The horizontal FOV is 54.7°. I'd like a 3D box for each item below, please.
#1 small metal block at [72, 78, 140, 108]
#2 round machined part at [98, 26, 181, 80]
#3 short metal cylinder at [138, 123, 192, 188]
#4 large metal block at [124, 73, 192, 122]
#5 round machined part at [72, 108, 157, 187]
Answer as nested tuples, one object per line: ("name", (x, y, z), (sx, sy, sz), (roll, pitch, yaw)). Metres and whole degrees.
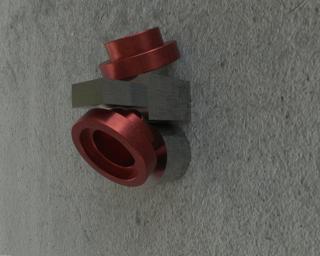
("small metal block", (-0.058, -0.035, 0.331), (0.050, 0.050, 0.025), (-3, 88, 40))
("round machined part", (-0.028, -0.092, 0.375), (0.098, 0.099, 0.042), (-3, 113, 39))
("short metal cylinder", (-0.007, 0.032, 0.395), (0.080, 0.050, 0.079), (0, 90, 39))
("large metal block", (-0.018, -0.032, 0.382), (0.080, 0.081, 0.050), (-2, 89, 39))
("round machined part", (-0.046, 0.017, 0.345), (0.098, 0.042, 0.097), (21, 139, 20))
